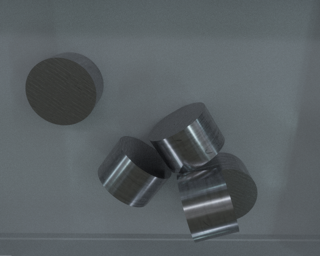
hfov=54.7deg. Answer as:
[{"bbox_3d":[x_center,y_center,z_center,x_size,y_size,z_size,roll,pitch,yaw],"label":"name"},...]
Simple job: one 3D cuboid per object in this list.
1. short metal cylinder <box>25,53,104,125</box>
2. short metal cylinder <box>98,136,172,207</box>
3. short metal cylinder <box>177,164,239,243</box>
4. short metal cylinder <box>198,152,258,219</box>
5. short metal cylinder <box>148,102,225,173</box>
[{"bbox_3d":[-0.114,-0.049,0.378,0.081,0.050,0.079,0,110,-1],"label":"short metal cylinder"},{"bbox_3d":[-0.032,0.055,0.402,0.080,0.080,0.050,34,106,-12],"label":"short metal cylinder"},{"bbox_3d":[0.055,0.087,0.362,0.050,0.080,0.080,-16,110,5],"label":"short metal cylinder"},{"bbox_3d":[0.087,0.081,0.429,0.081,0.050,0.079,0,110,-1],"label":"short metal cylinder"},{"bbox_3d":[0.033,0.011,0.387,0.080,0.080,0.050,-30,108,10],"label":"short metal cylinder"}]
